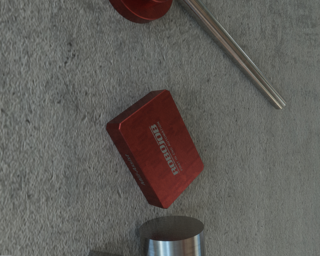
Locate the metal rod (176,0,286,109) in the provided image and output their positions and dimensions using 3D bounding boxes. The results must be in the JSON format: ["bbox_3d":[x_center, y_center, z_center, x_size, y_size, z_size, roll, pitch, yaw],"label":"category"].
[{"bbox_3d":[0.133,-0.117,0.518,0.301,0.025,0.025,35,68,-35],"label":"metal rod"}]

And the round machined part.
[{"bbox_3d":[-0.018,-0.183,0.380,0.099,0.042,0.097,0,90,-40],"label":"round machined part"}]

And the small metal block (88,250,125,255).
[{"bbox_3d":[-0.062,0.173,0.355,0.050,0.025,0.050,29,72,-37],"label":"small metal block"}]

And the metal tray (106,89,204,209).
[{"bbox_3d":[-0.001,0.027,0.403,0.090,0.030,0.129,-41,115,-33],"label":"metal tray"}]

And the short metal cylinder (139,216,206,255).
[{"bbox_3d":[0.016,0.148,0.385,0.081,0.080,0.050,-7,95,-40],"label":"short metal cylinder"}]
